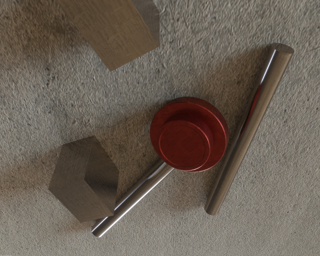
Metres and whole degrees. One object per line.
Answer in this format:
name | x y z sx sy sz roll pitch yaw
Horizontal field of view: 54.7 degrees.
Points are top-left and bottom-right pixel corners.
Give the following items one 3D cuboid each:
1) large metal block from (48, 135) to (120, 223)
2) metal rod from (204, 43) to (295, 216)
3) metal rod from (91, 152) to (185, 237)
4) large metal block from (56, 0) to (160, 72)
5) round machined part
large metal block | -0.100 0.071 0.430 0.050 0.080 0.080 -16 129 13
metal rod | 0.110 0.026 0.430 0.025 0.025 0.298 6 130 -6
metal rod | -0.027 0.094 0.486 0.025 0.025 0.299 28 124 -22
large metal block | -0.042 -0.111 0.276 0.050 0.080 0.080 -24 127 18
round machined part | 0.033 0.014 0.385 0.098 0.042 0.097 8 117 17
